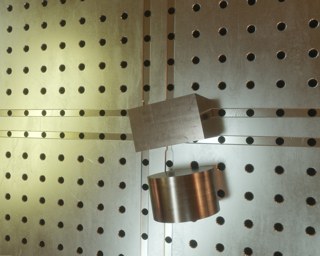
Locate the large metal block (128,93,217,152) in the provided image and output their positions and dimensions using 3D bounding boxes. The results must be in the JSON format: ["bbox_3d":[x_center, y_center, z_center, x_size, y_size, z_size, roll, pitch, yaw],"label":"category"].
[{"bbox_3d":[0.019,-0.005,0.377,0.080,0.080,0.050,-12,86,19],"label":"large metal block"}]

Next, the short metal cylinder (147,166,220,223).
[{"bbox_3d":[0.028,0.078,0.373,0.080,0.080,0.050,-10,87,19],"label":"short metal cylinder"}]
